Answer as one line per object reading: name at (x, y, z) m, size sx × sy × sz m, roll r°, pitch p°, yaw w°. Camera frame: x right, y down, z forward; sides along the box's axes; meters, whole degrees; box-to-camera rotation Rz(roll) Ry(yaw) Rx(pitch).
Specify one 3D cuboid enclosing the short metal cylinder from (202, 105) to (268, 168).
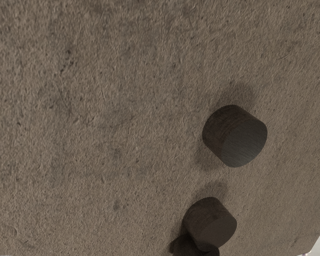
short metal cylinder at (0.111, 0.012, 0.461) m, size 0.081 × 0.050 × 0.079 m, roll -14°, pitch 125°, yaw -21°

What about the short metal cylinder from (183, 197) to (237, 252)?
short metal cylinder at (0.087, 0.169, 0.546) m, size 0.081 × 0.050 × 0.079 m, roll -14°, pitch 124°, yaw -21°

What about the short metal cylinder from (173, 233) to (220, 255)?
short metal cylinder at (0.063, 0.237, 0.554) m, size 0.081 × 0.080 × 0.050 m, roll -10°, pitch 123°, yaw -23°
